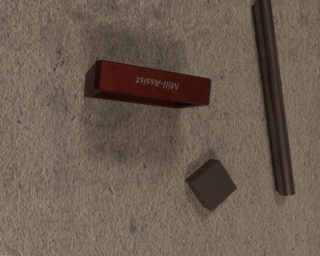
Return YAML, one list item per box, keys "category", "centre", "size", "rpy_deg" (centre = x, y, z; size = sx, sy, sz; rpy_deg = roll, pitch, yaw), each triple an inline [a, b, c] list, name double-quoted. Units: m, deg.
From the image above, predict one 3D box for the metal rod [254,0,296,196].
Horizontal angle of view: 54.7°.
- category: "metal rod"
  centre: [0.176, -0.045, 0.475]
  size: [0.025, 0.025, 0.298]
  rpy_deg: [-10, 94, -20]

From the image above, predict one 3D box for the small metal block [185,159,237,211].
- category: "small metal block"
  centre: [0.072, 0.079, 0.437]
  size: [0.050, 0.025, 0.050]
  rpy_deg: [-37, 102, -16]

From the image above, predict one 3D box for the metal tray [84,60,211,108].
- category: "metal tray"
  centre: [-0.018, -0.047, 0.368]
  size: [0.131, 0.090, 0.030]
  rpy_deg: [6, 88, -20]
